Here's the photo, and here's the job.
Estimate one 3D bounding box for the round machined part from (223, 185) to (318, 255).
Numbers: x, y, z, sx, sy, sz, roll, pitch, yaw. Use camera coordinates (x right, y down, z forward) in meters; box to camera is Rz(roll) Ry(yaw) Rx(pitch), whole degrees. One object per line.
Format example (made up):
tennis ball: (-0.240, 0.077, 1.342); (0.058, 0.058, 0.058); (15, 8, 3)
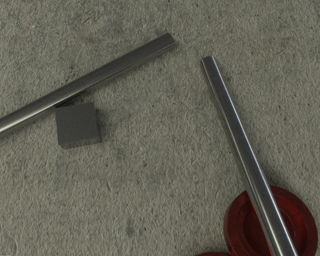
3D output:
round machined part: (0.122, 0.118, 0.355); (0.099, 0.042, 0.098); (0, 66, 0)

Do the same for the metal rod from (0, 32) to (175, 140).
metal rod: (-0.113, -0.055, 0.427); (0.301, 0.025, 0.025); (-30, 73, -11)

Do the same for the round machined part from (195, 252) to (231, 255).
round machined part: (0.061, 0.186, 0.332); (0.099, 0.042, 0.098); (0, 70, 0)

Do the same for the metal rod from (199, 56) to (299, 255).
metal rod: (0.098, 0.029, 0.364); (0.025, 0.025, 0.299); (-11, 58, -4)

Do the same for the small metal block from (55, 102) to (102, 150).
small metal block: (-0.107, -0.003, 0.408); (0.050, 0.025, 0.050); (-10, 70, -4)
